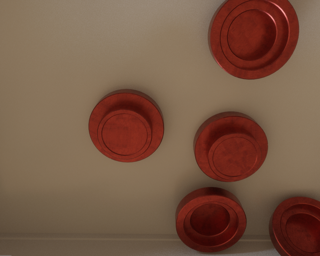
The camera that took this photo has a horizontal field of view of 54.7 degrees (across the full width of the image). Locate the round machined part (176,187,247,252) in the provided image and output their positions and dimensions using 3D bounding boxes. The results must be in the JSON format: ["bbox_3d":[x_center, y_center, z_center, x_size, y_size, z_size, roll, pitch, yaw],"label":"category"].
[{"bbox_3d":[0.071,0.127,0.450,0.099,0.042,0.097,0,110,0],"label":"round machined part"}]

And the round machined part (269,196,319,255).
[{"bbox_3d":[0.204,0.151,0.438,0.099,0.098,0.042,-1,142,0],"label":"round machined part"}]

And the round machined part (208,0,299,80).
[{"bbox_3d":[0.105,-0.109,0.363,0.099,0.042,0.097,0,110,0],"label":"round machined part"}]

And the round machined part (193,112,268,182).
[{"bbox_3d":[0.096,0.030,0.414,0.099,0.042,0.097,0,110,0],"label":"round machined part"}]

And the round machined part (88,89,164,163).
[{"bbox_3d":[-0.044,0.002,0.402,0.099,0.042,0.097,0,110,0],"label":"round machined part"}]
